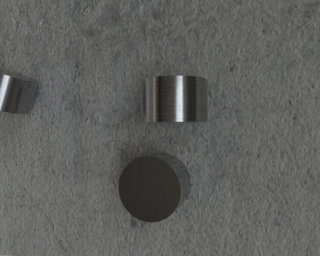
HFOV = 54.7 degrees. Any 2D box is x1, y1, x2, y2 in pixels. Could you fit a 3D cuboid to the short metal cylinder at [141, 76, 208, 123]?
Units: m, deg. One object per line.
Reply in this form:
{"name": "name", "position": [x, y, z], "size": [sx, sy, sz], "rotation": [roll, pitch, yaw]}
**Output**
{"name": "short metal cylinder", "position": [0.017, -0.032, 0.373], "size": [0.080, 0.080, 0.050], "rotation": [0, 90, 19]}

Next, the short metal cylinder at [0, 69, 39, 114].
{"name": "short metal cylinder", "position": [-0.228, -0.056, 0.458], "size": [0.080, 0.080, 0.050], "rotation": [20, 97, 18]}

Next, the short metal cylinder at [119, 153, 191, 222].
{"name": "short metal cylinder", "position": [-0.005, 0.074, 0.397], "size": [0.080, 0.050, 0.079], "rotation": [0, 90, 19]}
